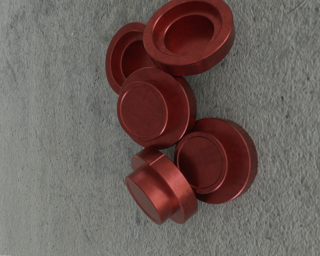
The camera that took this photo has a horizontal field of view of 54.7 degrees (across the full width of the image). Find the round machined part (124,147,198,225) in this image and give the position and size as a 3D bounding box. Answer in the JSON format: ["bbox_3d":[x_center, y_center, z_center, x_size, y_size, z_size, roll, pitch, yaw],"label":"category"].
[{"bbox_3d":[-0.005,0.074,0.365,0.098,0.042,0.097,43,154,27],"label":"round machined part"}]

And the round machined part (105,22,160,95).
[{"bbox_3d":[-0.025,-0.087,0.414,0.098,0.042,0.097,0,90,39],"label":"round machined part"}]

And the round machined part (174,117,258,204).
[{"bbox_3d":[0.055,0.037,0.349,0.098,0.042,0.097,0,90,39],"label":"round machined part"}]

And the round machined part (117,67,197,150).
[{"bbox_3d":[-0.011,-0.021,0.359,0.098,0.042,0.097,7,104,30],"label":"round machined part"}]

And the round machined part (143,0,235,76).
[{"bbox_3d":[0.034,-0.099,0.347,0.098,0.042,0.098,-8,62,16],"label":"round machined part"}]
